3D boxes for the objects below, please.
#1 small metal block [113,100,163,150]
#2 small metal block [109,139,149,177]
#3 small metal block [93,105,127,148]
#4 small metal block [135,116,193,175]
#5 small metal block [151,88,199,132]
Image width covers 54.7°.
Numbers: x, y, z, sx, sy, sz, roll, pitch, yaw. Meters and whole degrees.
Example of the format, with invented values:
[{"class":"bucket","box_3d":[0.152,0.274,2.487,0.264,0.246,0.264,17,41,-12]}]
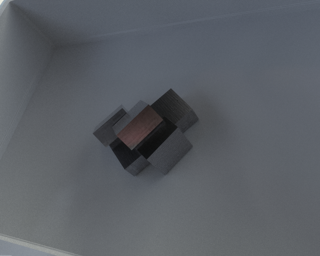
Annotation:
[{"class":"small metal block","box_3d":[-0.028,-0.005,0.373,0.050,0.025,0.050,-44,18,-3]},{"class":"small metal block","box_3d":[-0.032,0.026,0.403,0.050,0.025,0.050,-41,51,0]},{"class":"small metal block","box_3d":[-0.062,-0.004,0.422,0.050,0.025,0.050,-41,13,0]},{"class":"small metal block","box_3d":[0.006,0.022,0.370,0.050,0.050,0.025,-46,51,-4]},{"class":"small metal block","box_3d":[0.013,-0.016,0.405,0.050,0.025,0.050,-41,51,0]}]
